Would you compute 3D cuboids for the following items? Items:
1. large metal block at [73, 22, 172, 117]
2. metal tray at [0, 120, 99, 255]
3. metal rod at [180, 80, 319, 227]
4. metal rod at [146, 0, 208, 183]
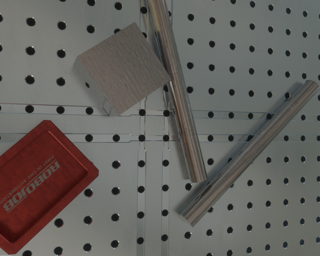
[{"bbox_3d":[-0.047,-0.069,0.383,0.080,0.050,0.080,-37,102,-17],"label":"large metal block"},{"bbox_3d":[-0.148,0.064,0.355,0.130,0.030,0.090,-44,104,-15],"label":"metal tray"},{"bbox_3d":[0.143,0.030,0.467,0.301,0.025,0.025,-43,104,-15],"label":"metal rod"},{"bbox_3d":[0.019,-0.072,0.420,0.025,0.025,0.298,-16,96,-20],"label":"metal rod"}]
